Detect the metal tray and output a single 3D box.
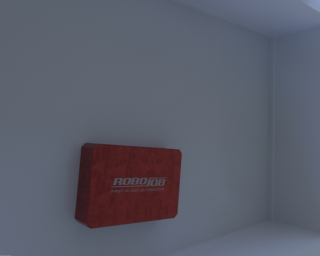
[{"bbox_3d":[-0.033,0.067,0.378,0.131,0.030,0.089,7,86,-40],"label":"metal tray"}]
